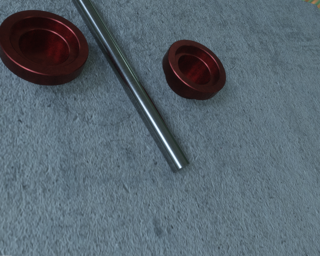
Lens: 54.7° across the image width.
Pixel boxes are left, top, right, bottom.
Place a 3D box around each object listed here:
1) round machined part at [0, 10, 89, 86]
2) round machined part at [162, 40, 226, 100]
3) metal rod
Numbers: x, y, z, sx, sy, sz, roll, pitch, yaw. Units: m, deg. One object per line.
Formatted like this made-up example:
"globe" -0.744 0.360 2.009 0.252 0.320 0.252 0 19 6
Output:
"round machined part" -0.140 -0.091 0.373 0.099 0.042 0.098 14 56 -21
"round machined part" 0.048 -0.083 0.471 0.099 0.042 0.098 14 56 -21
"metal rod" -0.047 -0.074 0.424 0.025 0.025 0.299 -21 73 -36
